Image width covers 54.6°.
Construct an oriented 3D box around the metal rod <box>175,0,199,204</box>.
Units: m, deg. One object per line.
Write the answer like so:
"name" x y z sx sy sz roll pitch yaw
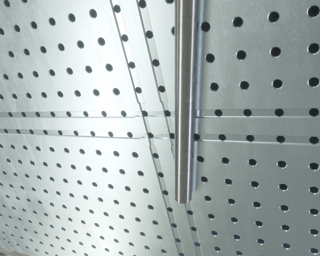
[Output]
"metal rod" 0.030 -0.025 0.379 0.025 0.025 0.298 12 124 22
